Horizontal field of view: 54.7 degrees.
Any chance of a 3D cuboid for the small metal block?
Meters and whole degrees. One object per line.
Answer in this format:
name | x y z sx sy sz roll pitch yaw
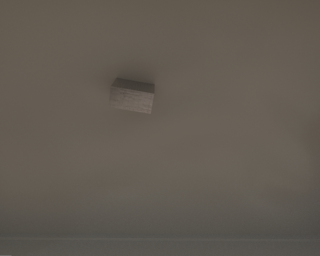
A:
small metal block | -0.034 -0.041 0.383 0.050 0.050 0.025 10 110 -4
